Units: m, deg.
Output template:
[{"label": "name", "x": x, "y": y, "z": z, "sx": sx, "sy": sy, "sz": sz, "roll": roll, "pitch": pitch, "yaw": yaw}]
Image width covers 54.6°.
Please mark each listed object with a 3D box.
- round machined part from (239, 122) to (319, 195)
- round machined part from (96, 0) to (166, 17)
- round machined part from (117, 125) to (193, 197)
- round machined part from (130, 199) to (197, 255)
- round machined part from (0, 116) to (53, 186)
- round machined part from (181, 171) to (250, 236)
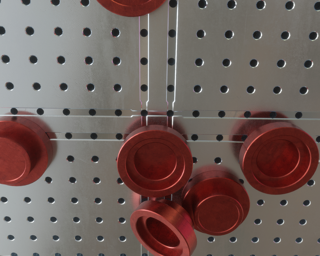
[{"label": "round machined part", "x": 0.156, "y": 0.037, "z": 0.419, "sx": 0.099, "sy": 0.042, "sz": 0.097, "roll": 0, "pitch": 110, "yaw": 0}, {"label": "round machined part", "x": -0.031, "y": -0.174, "z": 0.340, "sx": 0.099, "sy": 0.042, "sz": 0.097, "roll": 0, "pitch": 110, "yaw": 0}, {"label": "round machined part", "x": -0.007, "y": 0.041, "z": 0.419, "sx": 0.099, "sy": 0.042, "sz": 0.097, "roll": 0, "pitch": 110, "yaw": 0}, {"label": "round machined part", "x": 0.009, "y": 0.141, "z": 0.440, "sx": 0.098, "sy": 0.042, "sz": 0.097, "roll": 20, "pitch": 130, "yaw": 26}, {"label": "round machined part", "x": -0.201, "y": 0.036, "z": 0.416, "sx": 0.099, "sy": 0.042, "sz": 0.097, "roll": 0, "pitch": 110, "yaw": 0}, {"label": "round machined part", "x": 0.081, "y": 0.115, "z": 0.447, "sx": 0.099, "sy": 0.042, "sz": 0.097, "roll": 0, "pitch": 110, "yaw": 0}]
